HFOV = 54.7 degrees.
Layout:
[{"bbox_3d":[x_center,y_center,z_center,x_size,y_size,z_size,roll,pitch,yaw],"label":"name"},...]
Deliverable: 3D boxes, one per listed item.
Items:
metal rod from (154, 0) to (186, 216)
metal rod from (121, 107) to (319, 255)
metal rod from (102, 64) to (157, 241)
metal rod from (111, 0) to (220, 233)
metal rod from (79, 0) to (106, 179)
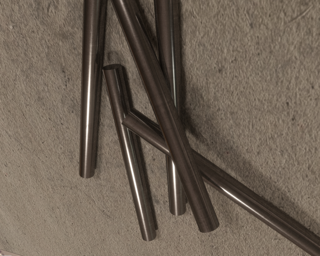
[{"bbox_3d":[0.016,-0.006,0.393,0.025,0.025,0.298,9,123,23],"label":"metal rod"},{"bbox_3d":[0.083,0.071,0.385,0.301,0.025,0.025,35,129,-4],"label":"metal rod"},{"bbox_3d":[-0.040,0.053,0.458,0.025,0.025,0.298,5,121,25],"label":"metal rod"},{"bbox_3d":[0.005,-0.023,0.348,0.025,0.025,0.298,-17,97,34],"label":"metal rod"},{"bbox_3d":[-0.096,-0.044,0.428,0.025,0.025,0.298,22,127,14],"label":"metal rod"}]
